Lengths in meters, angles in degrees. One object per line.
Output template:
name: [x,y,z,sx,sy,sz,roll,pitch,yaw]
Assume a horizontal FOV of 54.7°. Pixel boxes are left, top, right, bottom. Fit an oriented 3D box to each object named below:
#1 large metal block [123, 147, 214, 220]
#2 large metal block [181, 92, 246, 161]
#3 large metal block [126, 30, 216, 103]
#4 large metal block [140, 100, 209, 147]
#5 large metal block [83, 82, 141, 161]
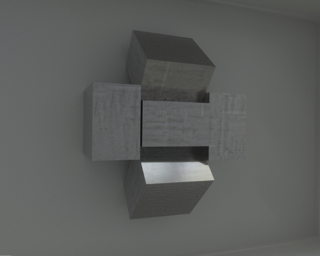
large metal block: [0.007,0.066,0.375,0.081,0.079,0.050,1,48,-21]
large metal block: [0.067,-0.002,0.405,0.050,0.080,0.080,1,90,-20]
large metal block: [0.009,-0.075,0.376,0.081,0.080,0.050,2,127,-20]
large metal block: [0.005,-0.005,0.382,0.081,0.080,0.050,1,90,-20]
large metal block: [-0.058,-0.007,0.359,0.050,0.080,0.080,1,90,-20]
